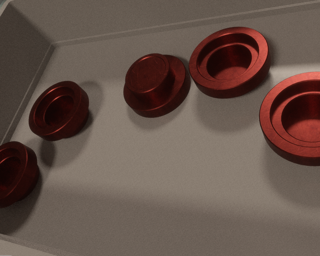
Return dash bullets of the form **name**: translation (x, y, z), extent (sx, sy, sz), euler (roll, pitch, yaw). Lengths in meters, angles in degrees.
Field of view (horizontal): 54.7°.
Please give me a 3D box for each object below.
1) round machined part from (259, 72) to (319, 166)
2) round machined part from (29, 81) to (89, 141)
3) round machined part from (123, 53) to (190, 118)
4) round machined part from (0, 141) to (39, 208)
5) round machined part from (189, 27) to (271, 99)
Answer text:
- **round machined part**: translation (0.156, -0.006, 0.317), extent (0.098, 0.042, 0.098), euler (-13, 56, 20)
- **round machined part**: translation (-0.152, -0.022, 0.486), extent (0.098, 0.042, 0.098), euler (-13, 56, 20)
- **round machined part**: translation (-0.010, -0.067, 0.440), extent (0.098, 0.042, 0.098), euler (-13, 56, 20)
- **round machined part**: translation (-0.223, 0.072, 0.465), extent (0.098, 0.042, 0.098), euler (-13, 56, 20)
- **round machined part**: translation (0.090, -0.078, 0.395), extent (0.098, 0.042, 0.098), euler (-13, 56, 20)
